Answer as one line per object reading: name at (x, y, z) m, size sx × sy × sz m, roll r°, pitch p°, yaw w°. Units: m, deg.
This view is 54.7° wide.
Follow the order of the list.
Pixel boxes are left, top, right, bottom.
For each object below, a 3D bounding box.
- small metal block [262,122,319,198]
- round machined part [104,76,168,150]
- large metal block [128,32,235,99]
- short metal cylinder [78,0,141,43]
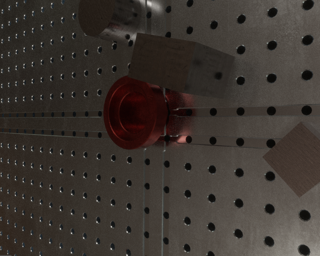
small metal block at (0.137, 0.029, 0.295) m, size 0.050 × 0.025 × 0.050 m, roll -51°, pitch 60°, yaw 27°
round machined part at (-0.028, -0.020, 0.420) m, size 0.098 × 0.042 × 0.097 m, roll 0°, pitch 90°, yaw 39°
large metal block at (0.024, -0.070, 0.352) m, size 0.080 × 0.081 × 0.050 m, roll 22°, pitch 104°, yaw 37°
short metal cylinder at (-0.074, -0.169, 0.452) m, size 0.080 × 0.050 × 0.079 m, roll 0°, pitch 90°, yaw 39°
